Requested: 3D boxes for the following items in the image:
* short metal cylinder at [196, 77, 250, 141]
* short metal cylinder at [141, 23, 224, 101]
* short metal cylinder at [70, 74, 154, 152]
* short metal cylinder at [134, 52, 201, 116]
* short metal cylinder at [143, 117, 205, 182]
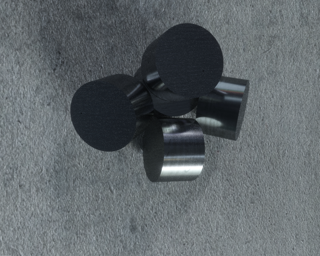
[{"bbox_3d":[0.083,-0.027,0.407,0.050,0.080,0.080,13,85,19],"label":"short metal cylinder"},{"bbox_3d":[0.024,-0.072,0.353,0.081,0.050,0.079,0,90,-21],"label":"short metal cylinder"},{"bbox_3d":[-0.054,-0.019,0.356,0.080,0.050,0.079,6,110,19],"label":"short metal cylinder"},{"bbox_3d":[0.009,-0.054,0.401,0.081,0.050,0.079,0,90,-21],"label":"short metal cylinder"},{"bbox_3d":[0.015,0.027,0.386,0.050,0.080,0.079,2,90,-20],"label":"short metal cylinder"}]
